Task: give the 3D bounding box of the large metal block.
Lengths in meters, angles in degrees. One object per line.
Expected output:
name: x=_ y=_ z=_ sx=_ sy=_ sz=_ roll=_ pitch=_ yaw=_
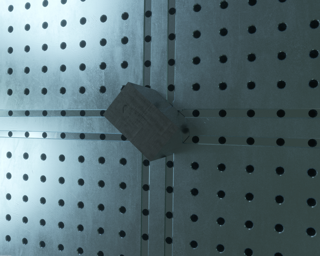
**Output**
large metal block: x=-0.010 y=-0.008 z=0.387 sx=0.080 sy=0.080 sz=0.050 roll=43 pitch=104 yaw=14
